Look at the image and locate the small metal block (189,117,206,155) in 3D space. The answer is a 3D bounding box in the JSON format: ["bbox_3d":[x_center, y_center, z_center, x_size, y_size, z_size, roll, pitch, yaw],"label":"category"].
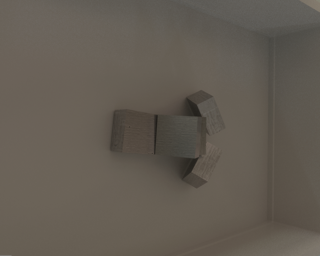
[{"bbox_3d":[0.035,0.010,0.420,0.025,0.050,0.050,1,89,-40],"label":"small metal block"}]

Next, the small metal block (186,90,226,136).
[{"bbox_3d":[0.065,-0.023,0.442,0.025,0.050,0.050,-27,111,-3],"label":"small metal block"}]

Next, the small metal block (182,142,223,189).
[{"bbox_3d":[0.059,0.053,0.437,0.025,0.050,0.050,31,66,1],"label":"small metal block"}]

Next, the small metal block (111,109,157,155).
[{"bbox_3d":[-0.030,0.006,0.380,0.050,0.025,0.050,8,85,-40],"label":"small metal block"}]

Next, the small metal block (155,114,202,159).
[{"bbox_3d":[0.023,0.010,0.386,0.025,0.050,0.050,2,92,-72],"label":"small metal block"}]
